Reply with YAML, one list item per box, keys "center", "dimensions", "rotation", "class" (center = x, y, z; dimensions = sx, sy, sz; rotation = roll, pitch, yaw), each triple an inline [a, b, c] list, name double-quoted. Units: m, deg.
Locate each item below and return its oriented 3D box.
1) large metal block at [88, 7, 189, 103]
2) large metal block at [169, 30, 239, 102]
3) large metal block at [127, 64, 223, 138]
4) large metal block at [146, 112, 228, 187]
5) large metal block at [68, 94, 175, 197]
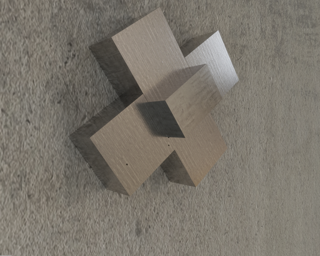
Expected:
- center: [-0.023, -0.085, 0.371]
  dimensions: [0.080, 0.050, 0.080]
  rotation: [-44, 117, -31]
  class: "large metal block"
- center: [0.057, -0.079, 0.439]
  dimensions: [0.080, 0.050, 0.080]
  rotation: [-44, 117, -31]
  class: "large metal block"
- center: [0.016, -0.033, 0.385]
  dimensions: [0.080, 0.080, 0.050]
  rotation: [-44, 117, -31]
  class: "large metal block"
- center: [0.037, 0.020, 0.422]
  dimensions: [0.080, 0.050, 0.080]
  rotation: [-44, 117, -31]
  class: "large metal block"
- center: [-0.041, 0.018, 0.356]
  dimensions: [0.080, 0.050, 0.080]
  rotation: [-44, 117, -31]
  class: "large metal block"
